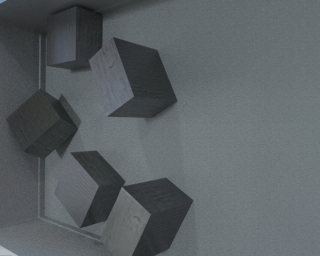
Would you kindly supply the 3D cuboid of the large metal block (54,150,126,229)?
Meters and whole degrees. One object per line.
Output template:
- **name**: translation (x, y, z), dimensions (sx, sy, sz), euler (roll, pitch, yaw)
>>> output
- **large metal block**: translation (-0.110, 0.092, 0.479), dimensions (0.080, 0.050, 0.079), euler (39, 114, 32)

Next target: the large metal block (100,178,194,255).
- **large metal block**: translation (-0.016, 0.113, 0.382), dimensions (0.050, 0.081, 0.079), euler (35, 112, 34)

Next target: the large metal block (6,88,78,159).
- **large metal block**: translation (-0.203, -0.007, 0.535), dimensions (0.080, 0.050, 0.080), euler (-42, 62, 1)

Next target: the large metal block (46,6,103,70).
- **large metal block**: translation (-0.139, -0.141, 0.502), dimensions (0.080, 0.050, 0.079), euler (2, 91, 39)

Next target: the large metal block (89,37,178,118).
- **large metal block**: translation (-0.034, -0.060, 0.397), dimensions (0.050, 0.081, 0.080), euler (-32, 71, 35)
